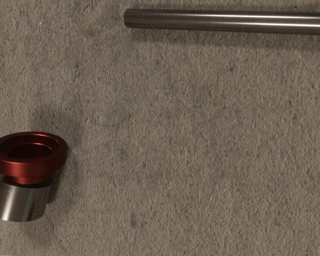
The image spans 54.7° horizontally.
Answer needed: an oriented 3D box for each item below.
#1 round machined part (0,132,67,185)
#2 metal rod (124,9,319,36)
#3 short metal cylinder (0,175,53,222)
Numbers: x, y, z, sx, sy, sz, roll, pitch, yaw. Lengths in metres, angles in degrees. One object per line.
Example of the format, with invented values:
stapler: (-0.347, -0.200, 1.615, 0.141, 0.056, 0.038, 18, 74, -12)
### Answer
round machined part: (-0.183, 0.044, 0.436, 0.098, 0.098, 0.042, 16, 114, 19)
metal rod: (0.097, -0.129, 0.374, 0.301, 0.025, 0.025, 9, 93, 19)
short metal cylinder: (-0.203, 0.093, 0.449, 0.080, 0.080, 0.050, 20, 98, 18)
